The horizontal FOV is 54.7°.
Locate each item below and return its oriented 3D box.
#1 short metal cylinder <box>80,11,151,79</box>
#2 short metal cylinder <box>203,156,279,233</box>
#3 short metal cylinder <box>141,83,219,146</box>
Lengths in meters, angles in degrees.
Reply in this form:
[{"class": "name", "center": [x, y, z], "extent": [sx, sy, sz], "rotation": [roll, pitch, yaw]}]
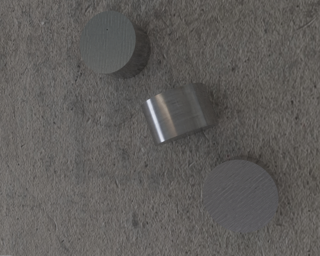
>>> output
[{"class": "short metal cylinder", "center": [-0.059, -0.109, 0.416], "extent": [0.080, 0.050, 0.080], "rotation": [0, 90, 20]}, {"class": "short metal cylinder", "center": [0.095, 0.074, 0.362], "extent": [0.080, 0.050, 0.080], "rotation": [0, 90, 20]}, {"class": "short metal cylinder", "center": [0.024, -0.015, 0.371], "extent": [0.080, 0.080, 0.050], "rotation": [-22, 83, 19]}]
